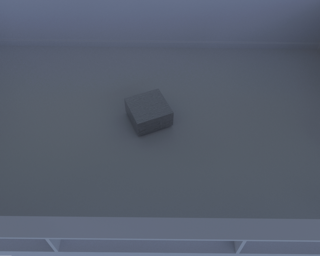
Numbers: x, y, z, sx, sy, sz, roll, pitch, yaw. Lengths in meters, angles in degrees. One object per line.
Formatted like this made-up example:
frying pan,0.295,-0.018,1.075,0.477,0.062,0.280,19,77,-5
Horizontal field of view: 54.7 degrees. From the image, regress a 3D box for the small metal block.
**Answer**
small metal block,-0.015,-0.022,0.419,0.050,0.025,0.050,-18,53,-15
